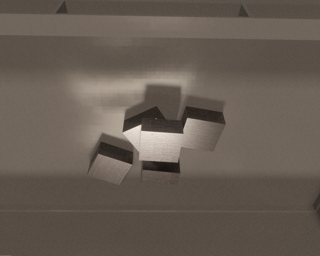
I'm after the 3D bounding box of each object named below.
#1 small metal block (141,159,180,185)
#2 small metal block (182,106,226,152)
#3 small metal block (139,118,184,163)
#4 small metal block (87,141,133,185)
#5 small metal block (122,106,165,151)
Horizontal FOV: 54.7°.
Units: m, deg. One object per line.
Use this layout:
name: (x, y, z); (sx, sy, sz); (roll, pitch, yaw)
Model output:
small metal block: (0.000, 0.051, 0.436); (0.050, 0.050, 0.025); (6, 130, -6)
small metal block: (0.053, 0.002, 0.412); (0.050, 0.025, 0.050); (9, 130, -8)
small metal block: (0.000, 0.016, 0.390); (0.050, 0.025, 0.050); (4, 130, -4)
small metal block: (-0.073, 0.052, 0.453); (0.050, 0.025, 0.050); (20, 127, -17)
small metal block: (-0.014, 0.005, 0.413); (0.050, 0.025, 0.050); (-23, 127, 18)
